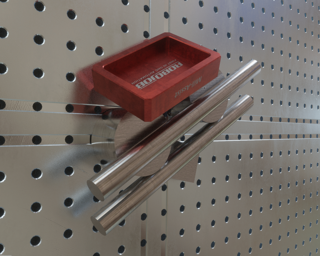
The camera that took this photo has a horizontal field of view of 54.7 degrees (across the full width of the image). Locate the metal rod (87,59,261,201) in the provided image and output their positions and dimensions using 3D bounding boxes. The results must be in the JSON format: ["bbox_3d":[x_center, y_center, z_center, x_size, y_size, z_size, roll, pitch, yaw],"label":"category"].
[{"bbox_3d":[0.039,-0.015,0.377,0.302,0.025,0.025,-37,113,-34],"label":"metal rod"}]

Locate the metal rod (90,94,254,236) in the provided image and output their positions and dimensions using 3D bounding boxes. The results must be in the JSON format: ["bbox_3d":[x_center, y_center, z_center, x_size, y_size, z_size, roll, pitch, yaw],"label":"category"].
[{"bbox_3d":[0.037,0.030,0.408,0.302,0.025,0.025,-36,112,-34],"label":"metal rod"}]

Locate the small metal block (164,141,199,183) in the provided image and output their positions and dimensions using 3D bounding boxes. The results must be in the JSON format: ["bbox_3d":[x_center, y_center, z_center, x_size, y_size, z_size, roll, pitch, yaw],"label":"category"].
[{"bbox_3d":[0.026,0.047,0.432,0.050,0.025,0.050,19,78,-39],"label":"small metal block"}]

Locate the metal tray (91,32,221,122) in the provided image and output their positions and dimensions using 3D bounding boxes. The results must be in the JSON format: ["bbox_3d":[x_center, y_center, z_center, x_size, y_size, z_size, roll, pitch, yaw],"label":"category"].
[{"bbox_3d":[-0.002,-0.067,0.365,0.131,0.090,0.030,-36,144,-35],"label":"metal tray"}]

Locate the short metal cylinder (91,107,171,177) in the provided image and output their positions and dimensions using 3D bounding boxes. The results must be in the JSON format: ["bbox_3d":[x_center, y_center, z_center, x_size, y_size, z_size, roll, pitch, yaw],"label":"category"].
[{"bbox_3d":[-0.033,0.014,0.367,0.081,0.050,0.079,0,90,-40],"label":"short metal cylinder"}]

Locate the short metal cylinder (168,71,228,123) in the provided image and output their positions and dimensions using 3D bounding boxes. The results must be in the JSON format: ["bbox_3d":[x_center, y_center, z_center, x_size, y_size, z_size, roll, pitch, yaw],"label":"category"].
[{"bbox_3d":[0.052,-0.047,0.439,0.081,0.050,0.079,0,90,-40],"label":"short metal cylinder"}]
